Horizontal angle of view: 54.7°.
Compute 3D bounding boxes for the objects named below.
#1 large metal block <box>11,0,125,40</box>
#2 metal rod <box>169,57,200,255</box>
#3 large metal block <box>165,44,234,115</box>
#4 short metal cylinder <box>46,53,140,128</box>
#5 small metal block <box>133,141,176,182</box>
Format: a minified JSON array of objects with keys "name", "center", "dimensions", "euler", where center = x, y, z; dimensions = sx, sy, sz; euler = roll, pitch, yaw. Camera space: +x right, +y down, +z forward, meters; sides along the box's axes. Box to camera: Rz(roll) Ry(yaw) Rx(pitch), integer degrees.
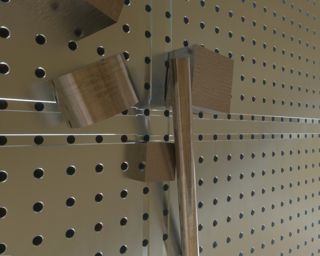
[{"name":"large metal block","center":[-0.087,-0.136,0.300],"dimensions":[0.080,0.080,0.050],"euler":[26,74,-37]},{"name":"metal rod","center":[0.034,0.059,0.409],"dimensions":[0.025,0.025,0.298],"euler":[-17,110,-39]},{"name":"large metal block","center":[0.057,-0.064,0.441],"dimensions":[0.081,0.050,0.080],"euler":[9,84,-40]},{"name":"short metal cylinder","center":[-0.067,-0.040,0.317],"dimensions":[0.081,0.080,0.050],"euler":[-33,111,-35]},{"name":"small metal block","center":[-0.006,0.043,0.404],"dimensions":[0.050,0.025,0.050],"euler":[5,87,-40]}]
